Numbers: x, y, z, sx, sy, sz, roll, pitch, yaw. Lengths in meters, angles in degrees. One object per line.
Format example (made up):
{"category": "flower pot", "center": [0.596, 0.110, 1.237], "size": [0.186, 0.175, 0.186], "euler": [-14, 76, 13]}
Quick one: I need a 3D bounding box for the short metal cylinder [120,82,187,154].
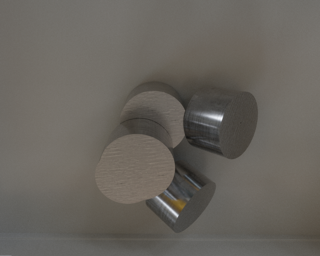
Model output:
{"category": "short metal cylinder", "center": [-0.007, -0.014, 0.391], "size": [0.081, 0.050, 0.079], "euler": [0, 110, -1]}

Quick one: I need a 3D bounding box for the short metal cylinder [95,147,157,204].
{"category": "short metal cylinder", "center": [-0.042, 0.054, 0.416], "size": [0.081, 0.050, 0.079], "euler": [0, 110, -1]}

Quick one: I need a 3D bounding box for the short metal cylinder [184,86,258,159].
{"category": "short metal cylinder", "center": [0.074, -0.008, 0.372], "size": [0.081, 0.050, 0.079], "euler": [-18, 115, -42]}

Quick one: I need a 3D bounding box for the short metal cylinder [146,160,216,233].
{"category": "short metal cylinder", "center": [0.028, 0.089, 0.406], "size": [0.050, 0.081, 0.079], "euler": [36, 111, 30]}

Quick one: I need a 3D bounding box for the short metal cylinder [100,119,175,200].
{"category": "short metal cylinder", "center": [-0.024, 0.035, 0.354], "size": [0.081, 0.050, 0.079], "euler": [0, 110, -1]}
